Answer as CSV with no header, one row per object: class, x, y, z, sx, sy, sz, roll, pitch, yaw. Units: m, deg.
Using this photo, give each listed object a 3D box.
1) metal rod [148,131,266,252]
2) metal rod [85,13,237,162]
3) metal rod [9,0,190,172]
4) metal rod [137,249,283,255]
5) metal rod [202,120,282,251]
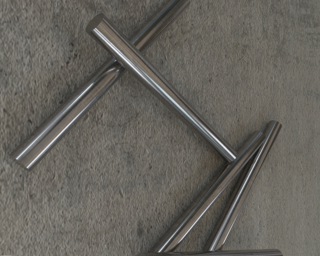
metal rod,0.079,0.097,0.471,0.302,0.025,0.025,-40,115,-33
metal rod,0.024,-0.030,0.403,0.301,0.025,0.025,40,66,-40
metal rod,-0.051,-0.072,0.361,0.301,0.025,0.025,-52,121,-27
metal rod,0.091,0.190,0.447,0.302,0.025,0.025,17,79,-39
metal rod,0.139,0.103,0.521,0.025,0.025,0.301,51,60,-28
